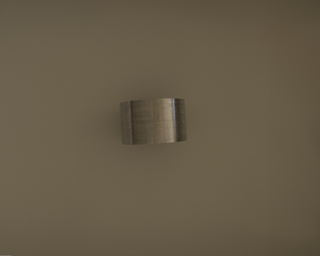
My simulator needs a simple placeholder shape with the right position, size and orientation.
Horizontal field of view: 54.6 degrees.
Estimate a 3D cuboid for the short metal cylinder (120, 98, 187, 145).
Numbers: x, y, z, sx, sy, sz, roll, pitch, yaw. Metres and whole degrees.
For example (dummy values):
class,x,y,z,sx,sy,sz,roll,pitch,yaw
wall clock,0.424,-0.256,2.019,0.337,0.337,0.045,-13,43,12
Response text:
class,x,y,z,sx,sy,sz,roll,pitch,yaw
short metal cylinder,-0.008,-0.008,0.384,0.080,0.080,0.050,-3,90,0
